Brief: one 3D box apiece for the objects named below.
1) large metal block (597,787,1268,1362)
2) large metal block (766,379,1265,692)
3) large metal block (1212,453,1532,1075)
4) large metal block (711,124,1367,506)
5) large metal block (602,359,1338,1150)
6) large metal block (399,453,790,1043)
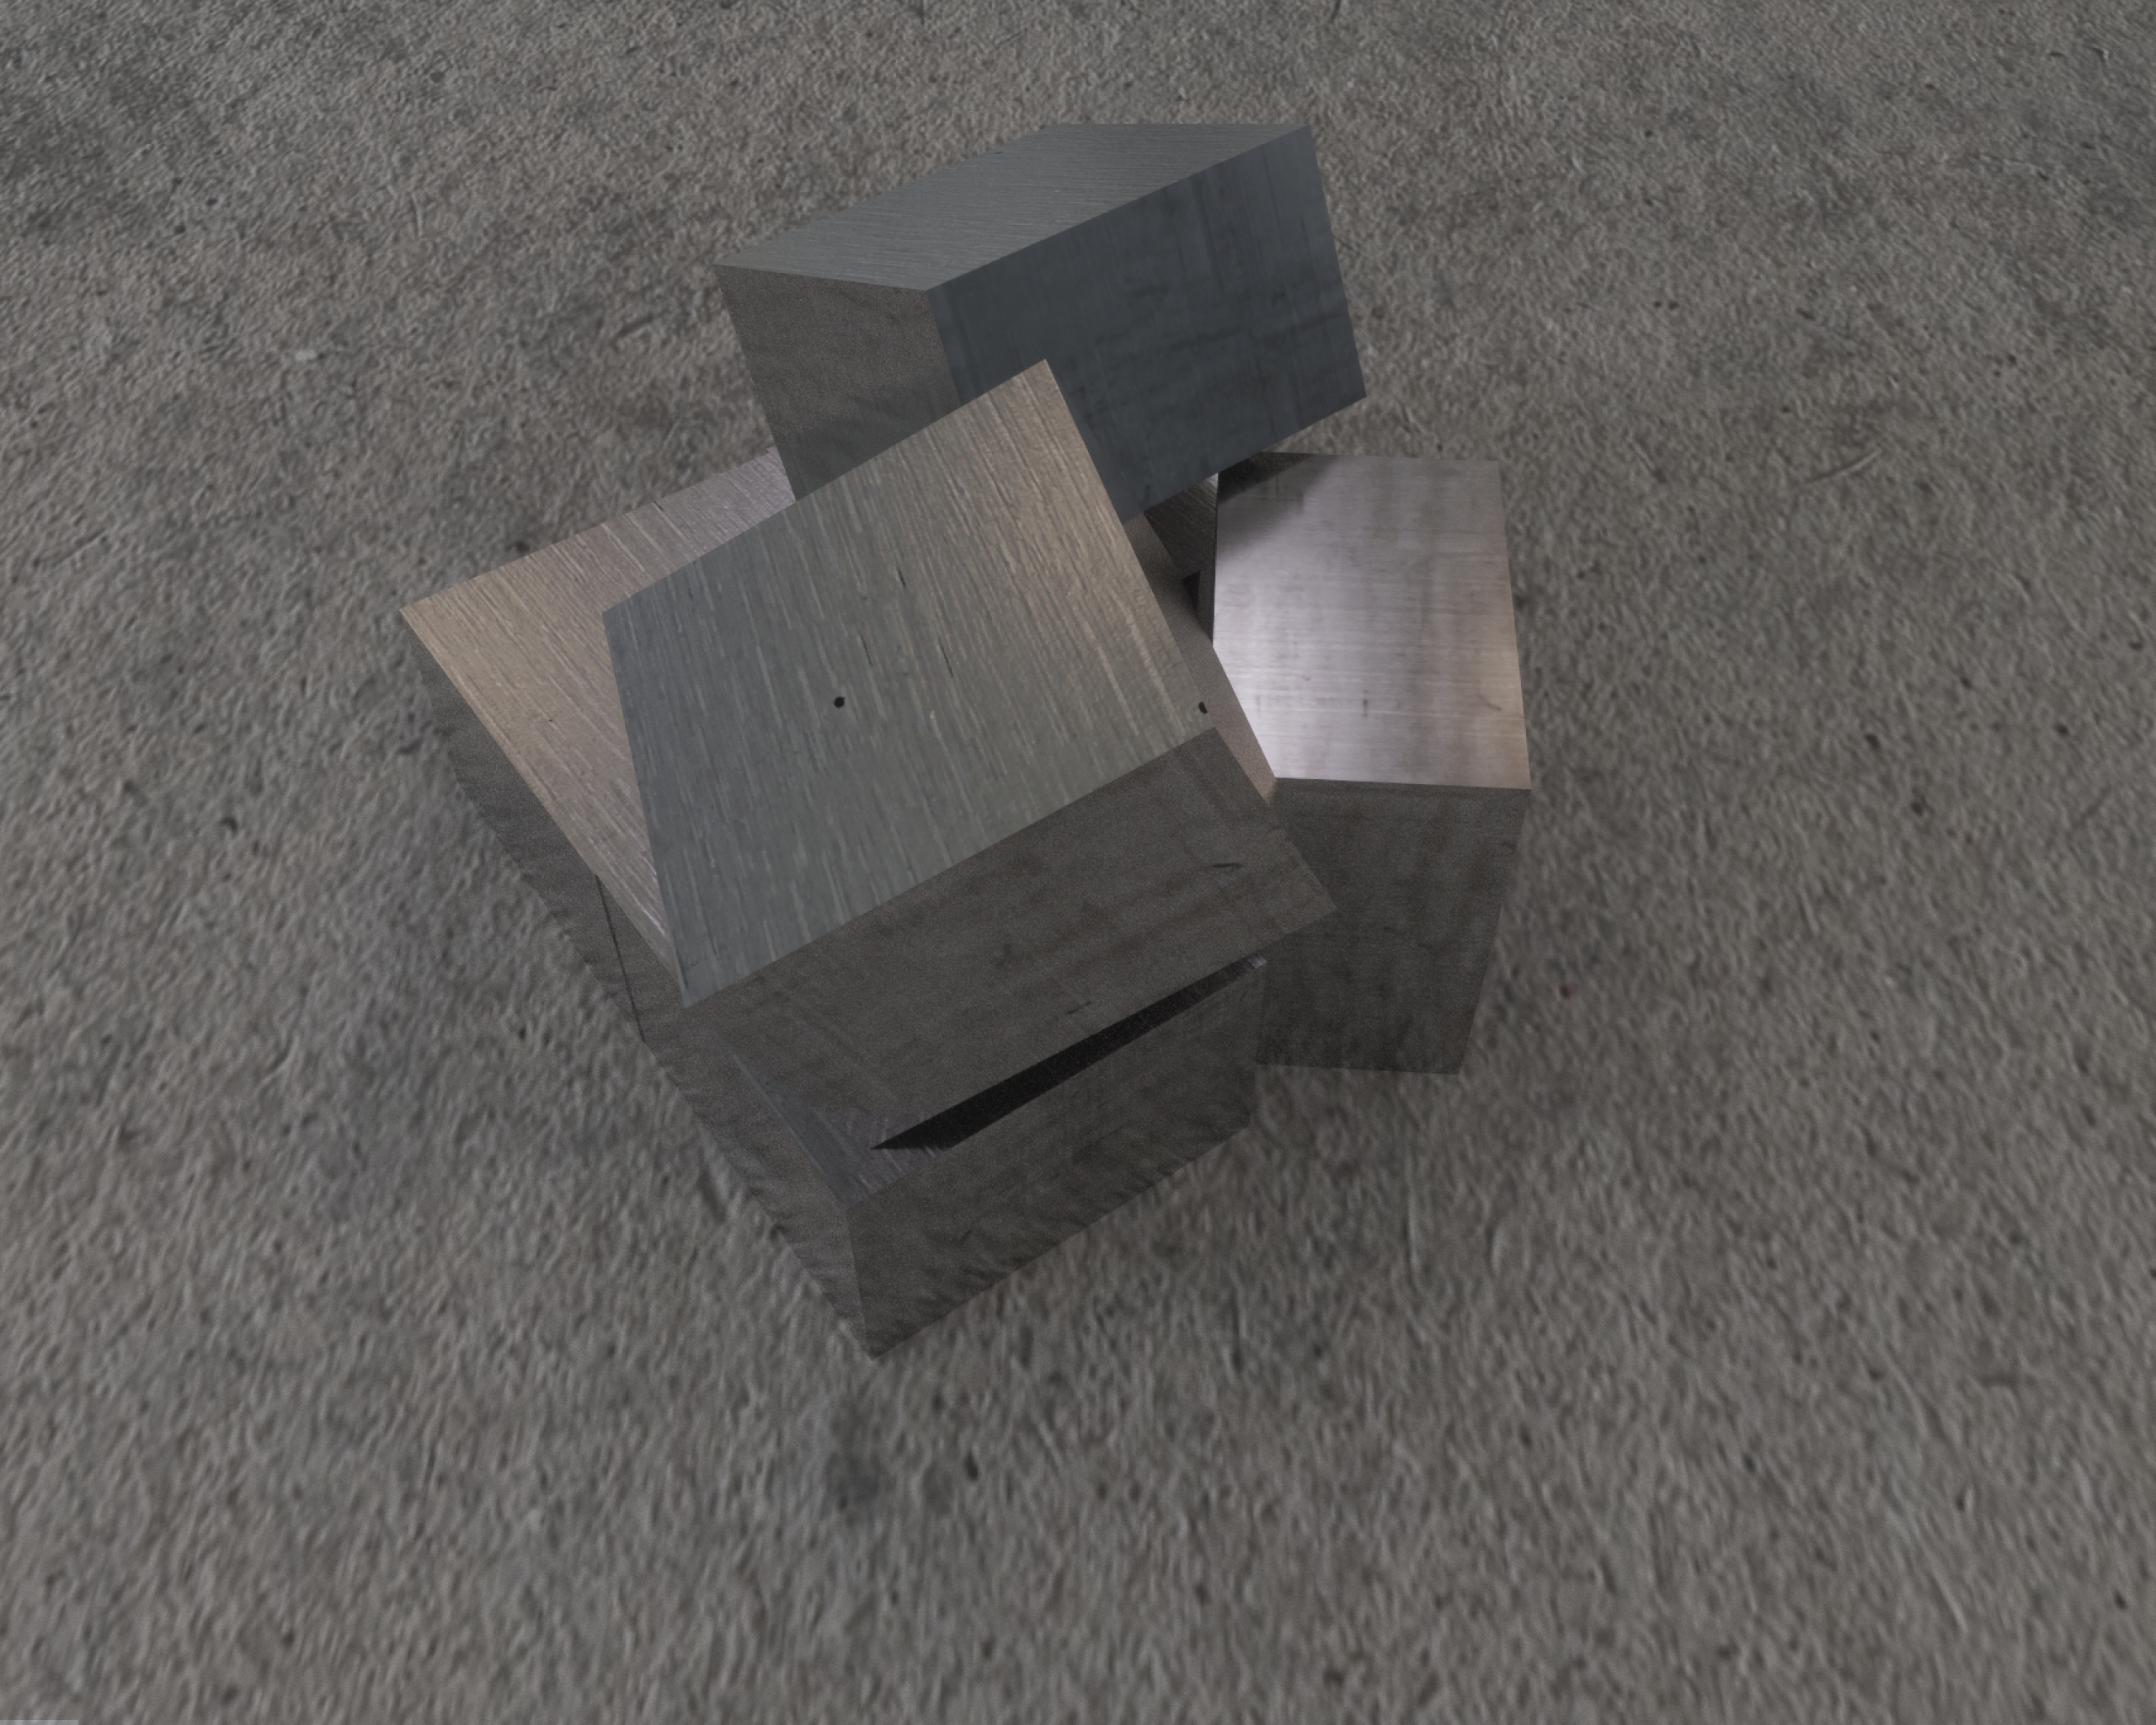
[{"bbox_3d":[-0.025,0.025,0.366,0.081,0.050,0.080,-29,56,-22],"label":"large metal block"},{"bbox_3d":[-0.007,-0.061,0.438,0.081,0.050,0.080,-29,56,-22],"label":"large metal block"},{"bbox_3d":[0.048,-0.018,0.383,0.050,0.080,0.080,3,50,2],"label":"large metal block"},{"bbox_3d":[-0.008,-0.099,0.386,0.081,0.050,0.080,-31,31,-23],"label":"large metal block"},{"bbox_3d":[-0.018,-0.016,0.316,0.080,0.050,0.080,-28,51,9],"label":"large metal block"},{"bbox_3d":[-0.072,-0.025,0.407,0.081,0.050,0.080,-29,56,-22],"label":"large metal block"}]
